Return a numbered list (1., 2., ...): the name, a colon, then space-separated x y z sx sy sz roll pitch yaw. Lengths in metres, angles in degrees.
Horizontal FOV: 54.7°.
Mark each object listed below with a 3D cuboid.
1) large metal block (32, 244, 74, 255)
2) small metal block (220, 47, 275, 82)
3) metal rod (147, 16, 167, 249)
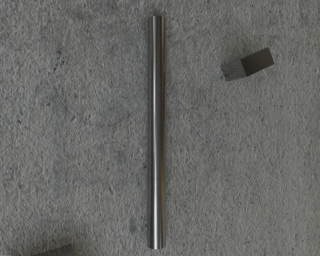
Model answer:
1. large metal block: -0.132 0.190 0.348 0.081 0.050 0.079 -11 94 -20
2. small metal block: 0.124 -0.090 0.443 0.050 0.050 0.025 -26 99 -18
3. metal rod: -0.004 0.006 0.408 0.025 0.025 0.298 0 90 -20
